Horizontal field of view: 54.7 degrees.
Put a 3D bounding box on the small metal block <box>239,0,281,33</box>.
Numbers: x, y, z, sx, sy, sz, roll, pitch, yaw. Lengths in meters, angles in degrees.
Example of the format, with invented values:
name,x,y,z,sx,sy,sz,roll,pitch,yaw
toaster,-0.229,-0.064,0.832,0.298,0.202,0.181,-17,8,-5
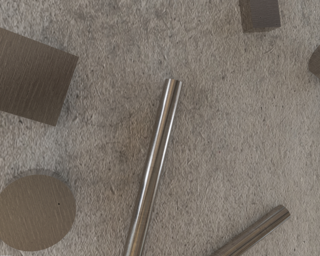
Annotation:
name,x,y,z,sx,sy,sz,roll,pitch,yaw
small metal block,0.150,-0.172,0.464,0.050,0.025,0.050,-9,93,-20

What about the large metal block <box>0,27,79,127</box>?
name,x,y,z,sx,sy,sz,roll,pitch,yaw
large metal block,-0.144,-0.051,0.343,0.081,0.050,0.080,18,84,-19

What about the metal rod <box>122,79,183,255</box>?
name,x,y,z,sx,sy,sz,roll,pitch,yaw
metal rod,-0.016,0.082,0.403,0.025,0.025,0.299,15,85,-20

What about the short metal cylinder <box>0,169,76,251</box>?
name,x,y,z,sx,sy,sz,roll,pitch,yaw
short metal cylinder,-0.137,0.088,0.345,0.081,0.050,0.080,0,90,-20

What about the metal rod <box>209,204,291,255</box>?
name,x,y,z,sx,sy,sz,roll,pitch,yaw
metal rod,0.066,0.198,0.434,0.302,0.025,0.025,-28,100,-18

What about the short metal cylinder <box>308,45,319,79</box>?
name,x,y,z,sx,sy,sz,roll,pitch,yaw
short metal cylinder,0.285,-0.105,0.485,0.050,0.080,0.080,32,80,-18
